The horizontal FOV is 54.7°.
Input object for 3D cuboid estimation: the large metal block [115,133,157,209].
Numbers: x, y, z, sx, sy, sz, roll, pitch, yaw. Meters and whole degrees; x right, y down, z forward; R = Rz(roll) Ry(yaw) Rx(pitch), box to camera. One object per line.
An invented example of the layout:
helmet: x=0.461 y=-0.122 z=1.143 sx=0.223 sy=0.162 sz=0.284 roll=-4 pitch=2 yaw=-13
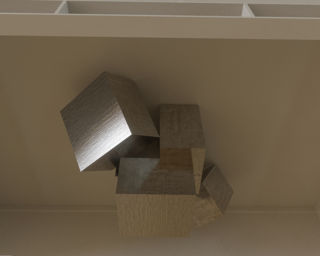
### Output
large metal block: x=-0.029 y=0.063 z=0.424 sx=0.050 sy=0.080 sz=0.079 roll=1 pitch=130 yaw=-1

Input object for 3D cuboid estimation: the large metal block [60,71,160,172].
large metal block: x=-0.059 y=-0.005 z=0.357 sx=0.080 sy=0.080 sz=0.050 roll=-35 pitch=157 yaw=26

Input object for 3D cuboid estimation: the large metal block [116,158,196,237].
large metal block: x=-0.005 y=0.080 z=0.353 sx=0.081 sy=0.050 sz=0.079 roll=1 pitch=130 yaw=-1

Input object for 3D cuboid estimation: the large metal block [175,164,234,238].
large metal block: x=0.053 y=0.103 z=0.449 sx=0.080 sy=0.080 sz=0.050 roll=-34 pitch=87 yaw=25

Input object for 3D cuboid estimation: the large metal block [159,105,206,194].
large metal block: x=0.024 y=0.027 z=0.392 sx=0.050 sy=0.080 sz=0.079 roll=1 pitch=130 yaw=-1
